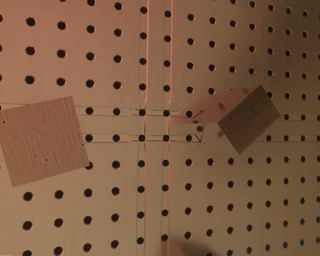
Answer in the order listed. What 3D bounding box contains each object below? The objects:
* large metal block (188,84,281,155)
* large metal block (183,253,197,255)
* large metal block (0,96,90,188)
[{"bbox_3d":[0.098,-0.011,0.421,0.080,0.080,0.050,-40,103,-16],"label":"large metal block"},{"bbox_3d":[0.075,0.214,0.413,0.080,0.080,0.050,21,83,-19],"label":"large metal block"},{"bbox_3d":[-0.132,0.013,0.351,0.081,0.050,0.080,-15,95,-20],"label":"large metal block"}]
